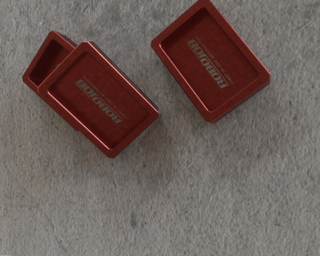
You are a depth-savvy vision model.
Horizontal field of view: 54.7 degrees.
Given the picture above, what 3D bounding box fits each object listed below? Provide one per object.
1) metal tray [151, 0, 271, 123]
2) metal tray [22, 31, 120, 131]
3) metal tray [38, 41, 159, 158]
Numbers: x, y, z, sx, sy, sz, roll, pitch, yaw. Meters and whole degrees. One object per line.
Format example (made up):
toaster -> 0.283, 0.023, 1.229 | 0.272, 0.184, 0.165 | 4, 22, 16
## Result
metal tray -> 0.061, -0.082, 0.384 | 0.090, 0.030, 0.130 | -38, 78, 15
metal tray -> -0.129, -0.067, 0.450 | 0.130, 0.030, 0.090 | 40, 102, 15
metal tray -> -0.076, -0.035, 0.401 | 0.090, 0.030, 0.130 | -43, 102, 10
